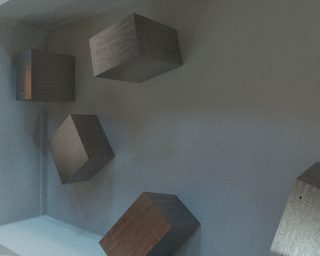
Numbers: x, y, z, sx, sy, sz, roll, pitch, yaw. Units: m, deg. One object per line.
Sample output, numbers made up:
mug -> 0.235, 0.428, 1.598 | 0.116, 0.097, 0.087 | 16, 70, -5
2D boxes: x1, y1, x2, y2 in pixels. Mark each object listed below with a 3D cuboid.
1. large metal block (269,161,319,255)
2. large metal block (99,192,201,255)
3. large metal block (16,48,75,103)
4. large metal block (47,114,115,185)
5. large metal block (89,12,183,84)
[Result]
large metal block -> 0.149, 0.086, 0.257 | 0.080, 0.050, 0.079 | 27, 119, 37
large metal block -> -0.009, 0.124, 0.366 | 0.080, 0.080, 0.050 | -50, 59, 9
large metal block -> -0.195, -0.086, 0.533 | 0.050, 0.081, 0.080 | 1, 91, 40
large metal block -> -0.128, 0.034, 0.497 | 0.080, 0.050, 0.080 | -42, 65, 32
large metal block -> -0.030, -0.096, 0.396 | 0.080, 0.081, 0.050 | -15, 81, 39
